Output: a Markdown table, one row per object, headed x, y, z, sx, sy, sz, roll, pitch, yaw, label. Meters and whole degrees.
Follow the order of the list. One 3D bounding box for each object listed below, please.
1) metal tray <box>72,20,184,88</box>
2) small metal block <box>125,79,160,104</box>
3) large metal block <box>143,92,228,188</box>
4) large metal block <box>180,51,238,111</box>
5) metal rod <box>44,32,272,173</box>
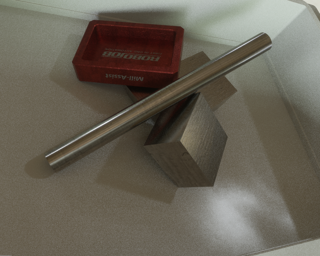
| x | y | z | sx | sy | sz | roll | pitch | yaw | label |
| --- | --- | --- | --- | --- | --- | --- | --- | --- | --- |
| -0.038 | -0.099 | 0.408 | 0.131 | 0.030 | 0.090 | 6 | 55 | 5 | metal tray |
| -0.011 | -0.047 | 0.413 | 0.050 | 0.025 | 0.050 | -32 | 66 | -14 | small metal block |
| 0.036 | 0.016 | 0.379 | 0.080 | 0.050 | 0.080 | 53 | 44 | -31 | large metal block |
| 0.052 | -0.057 | 0.454 | 0.081 | 0.050 | 0.080 | -33 | 80 | -38 | large metal block |
| 0.010 | -0.038 | 0.363 | 0.302 | 0.025 | 0.025 | -31 | 78 | -15 | metal rod |
